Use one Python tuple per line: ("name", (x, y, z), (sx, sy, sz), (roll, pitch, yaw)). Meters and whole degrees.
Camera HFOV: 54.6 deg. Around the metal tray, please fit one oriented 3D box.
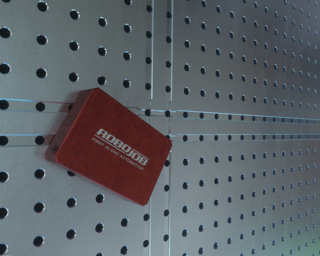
("metal tray", (-0.052, 0.025, 0.361), (0.130, 0.030, 0.090), (37, 67, -34))
